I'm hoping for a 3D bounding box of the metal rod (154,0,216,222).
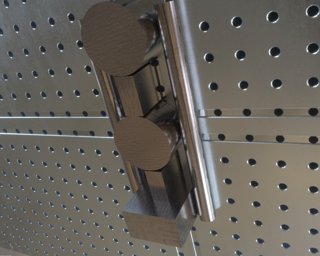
[{"bbox_3d":[0.037,-0.002,0.389,0.025,0.025,0.298,1,119,28],"label":"metal rod"}]

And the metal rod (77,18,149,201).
[{"bbox_3d":[-0.055,-0.003,0.438,0.025,0.025,0.298,1,119,28],"label":"metal rod"}]

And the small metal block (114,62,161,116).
[{"bbox_3d":[-0.025,-0.048,0.377,0.025,0.050,0.050,1,119,28],"label":"small metal block"}]

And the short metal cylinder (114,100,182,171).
[{"bbox_3d":[-0.013,0.009,0.407,0.080,0.050,0.079,13,124,21],"label":"short metal cylinder"}]

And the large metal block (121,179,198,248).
[{"bbox_3d":[0.005,0.116,0.445,0.080,0.080,0.050,1,119,28],"label":"large metal block"}]

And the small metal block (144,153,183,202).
[{"bbox_3d":[0.006,0.066,0.431,0.025,0.050,0.050,0,119,28],"label":"small metal block"}]

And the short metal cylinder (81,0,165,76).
[{"bbox_3d":[-0.041,-0.105,0.351,0.080,0.050,0.079,13,124,21],"label":"short metal cylinder"}]
